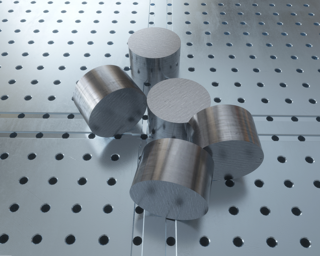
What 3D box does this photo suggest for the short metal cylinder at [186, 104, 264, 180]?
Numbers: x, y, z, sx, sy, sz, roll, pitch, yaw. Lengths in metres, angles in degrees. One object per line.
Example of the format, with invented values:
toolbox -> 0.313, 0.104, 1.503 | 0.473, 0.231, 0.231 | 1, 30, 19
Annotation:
short metal cylinder -> 0.073, 0.018, 0.357 | 0.081, 0.080, 0.050 | -1, 50, -1

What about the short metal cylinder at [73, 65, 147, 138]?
short metal cylinder -> -0.064, -0.034, 0.400 | 0.081, 0.080, 0.050 | -25, 55, -20

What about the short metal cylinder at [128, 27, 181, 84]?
short metal cylinder -> -0.008, -0.115, 0.487 | 0.081, 0.050, 0.080 | 0, 50, 0

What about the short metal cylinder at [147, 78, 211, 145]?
short metal cylinder -> 0.024, -0.021, 0.409 | 0.081, 0.050, 0.080 | 0, 50, 0

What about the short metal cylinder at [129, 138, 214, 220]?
short metal cylinder -> 0.014, 0.055, 0.325 | 0.080, 0.080, 0.050 | 10, 51, 8
